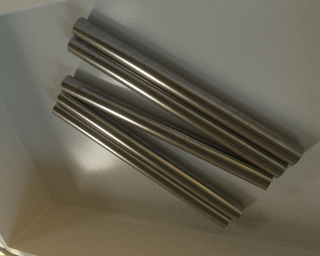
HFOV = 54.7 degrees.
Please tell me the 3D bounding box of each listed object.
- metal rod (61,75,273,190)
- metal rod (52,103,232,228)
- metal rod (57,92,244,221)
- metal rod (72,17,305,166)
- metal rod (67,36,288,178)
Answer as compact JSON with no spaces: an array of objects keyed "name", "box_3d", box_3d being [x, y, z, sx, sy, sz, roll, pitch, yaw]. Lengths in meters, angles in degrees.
[{"name":"metal rod","box_3d":[0.001,0.001,0.407,0.301,0.025,0.025,26,128,12]},{"name":"metal rod","box_3d":[-0.029,0.050,0.453,0.301,0.025,0.025,33,129,6]},{"name":"metal rod","box_3d":[-0.017,0.035,0.438,0.301,0.025,0.025,33,129,6]},{"name":"metal rod","box_3d":[0.027,-0.047,0.364,0.301,0.025,0.025,32,129,7]},{"name":"metal rod","box_3d":[0.016,-0.030,0.380,0.301,0.025,0.025,32,129,7]}]
